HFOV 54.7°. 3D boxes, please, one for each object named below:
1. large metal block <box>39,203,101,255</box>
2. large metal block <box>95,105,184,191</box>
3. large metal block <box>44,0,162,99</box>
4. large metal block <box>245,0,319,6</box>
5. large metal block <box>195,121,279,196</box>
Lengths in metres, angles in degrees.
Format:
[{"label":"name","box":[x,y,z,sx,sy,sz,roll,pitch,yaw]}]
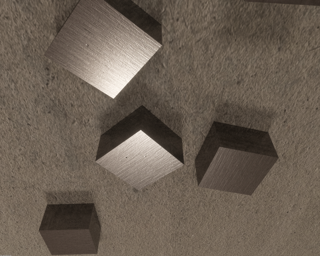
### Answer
[{"label":"large metal block","box":[-0.153,0.177,0.539,0.081,0.050,0.079,-2,130,1]},{"label":"large metal block","box":[-0.026,0.029,0.415,0.080,0.050,0.080,-34,123,25]},{"label":"large metal block","box":[-0.055,-0.090,0.313,0.080,0.050,0.080,32,123,-25]},{"label":"large metal block","box":[0.106,-0.140,0.254,0.081,0.080,0.050,2,130,-3]},{"label":"large metal block","box":[0.102,0.044,0.430,0.081,0.050,0.079,11,129,-10]}]
